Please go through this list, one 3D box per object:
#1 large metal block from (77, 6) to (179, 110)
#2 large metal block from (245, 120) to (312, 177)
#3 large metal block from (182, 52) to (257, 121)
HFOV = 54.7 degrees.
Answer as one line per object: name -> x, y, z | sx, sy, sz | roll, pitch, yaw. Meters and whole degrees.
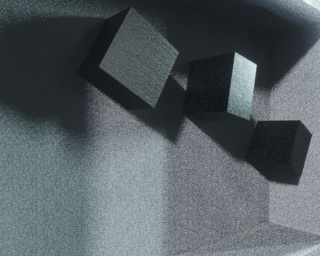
large metal block -> -0.035, -0.077, 0.361 | 0.080, 0.050, 0.080 | 36, 68, -34
large metal block -> 0.208, 0.034, 0.545 | 0.050, 0.080, 0.080 | 37, 67, -34
large metal block -> 0.084, -0.054, 0.441 | 0.050, 0.080, 0.080 | 16, 80, -39
